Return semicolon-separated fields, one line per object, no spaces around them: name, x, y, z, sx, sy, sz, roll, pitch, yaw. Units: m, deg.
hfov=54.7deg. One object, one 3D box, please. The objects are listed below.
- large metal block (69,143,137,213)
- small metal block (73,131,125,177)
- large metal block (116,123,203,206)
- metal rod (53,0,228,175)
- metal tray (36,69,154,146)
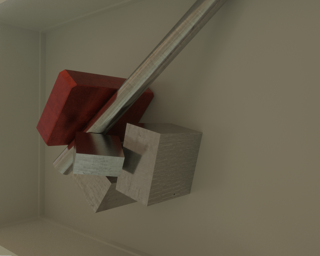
large metal block;-0.068;0.061;0.425;0.080;0.081;0.050;44;116;31
small metal block;-0.070;0.029;0.348;0.050;0.050;0.025;-119;40;-60
large metal block;0.000;0.039;0.368;0.050;0.081;0.079;17;101;38
metal rod;-0.022;-0.057;0.363;0.299;0.025;0.025;-47;61;10
metal tray;-0.079;-0.022;0.399;0.030;0.131;0.089;48;120;30
